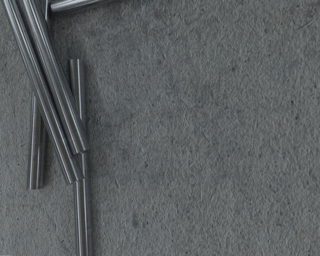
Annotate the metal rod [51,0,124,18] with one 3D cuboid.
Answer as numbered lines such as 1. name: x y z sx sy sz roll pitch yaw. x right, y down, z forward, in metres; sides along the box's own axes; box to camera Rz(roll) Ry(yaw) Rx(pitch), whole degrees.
1. metal rod: -0.014 -0.194 0.413 0.301 0.025 0.025 -7 88 19

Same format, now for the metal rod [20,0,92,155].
1. metal rod: -0.158 -0.105 0.437 0.025 0.025 0.299 -24 82 18

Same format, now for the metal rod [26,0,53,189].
1. metal rod: -0.183 -0.057 0.473 0.025 0.025 0.298 4 91 20

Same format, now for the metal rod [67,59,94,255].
1. metal rod: -0.115 0.051 0.449 0.025 0.025 0.298 -3 89 20

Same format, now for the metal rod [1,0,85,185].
1. metal rod: -0.171 -0.064 0.441 0.025 0.025 0.299 -25 82 18
